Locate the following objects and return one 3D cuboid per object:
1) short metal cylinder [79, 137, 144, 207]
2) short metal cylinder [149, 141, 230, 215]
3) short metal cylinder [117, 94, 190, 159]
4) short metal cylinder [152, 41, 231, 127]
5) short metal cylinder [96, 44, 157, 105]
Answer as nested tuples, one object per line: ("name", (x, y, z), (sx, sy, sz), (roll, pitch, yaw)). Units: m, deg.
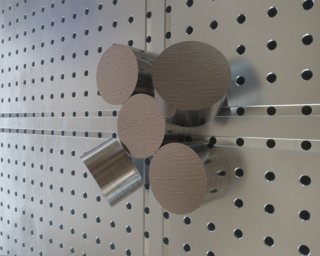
("short metal cylinder", (-0.066, 0.059, 0.418), (0.080, 0.050, 0.080), (50, 161, 25))
("short metal cylinder", (0.034, 0.056, 0.363), (0.080, 0.050, 0.079), (0, 90, 39))
("short metal cylinder", (-0.009, -0.002, 0.398), (0.080, 0.050, 0.079), (0, 90, 39))
("short metal cylinder", (0.033, -0.047, 0.338), (0.080, 0.050, 0.080), (-1, 70, 2))
("short metal cylinder", (-0.042, -0.070, 0.425), (0.080, 0.050, 0.079), (0, 90, 39))
